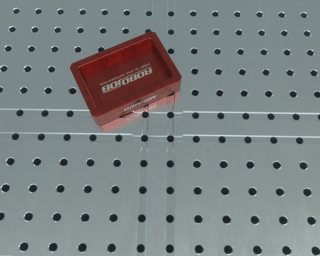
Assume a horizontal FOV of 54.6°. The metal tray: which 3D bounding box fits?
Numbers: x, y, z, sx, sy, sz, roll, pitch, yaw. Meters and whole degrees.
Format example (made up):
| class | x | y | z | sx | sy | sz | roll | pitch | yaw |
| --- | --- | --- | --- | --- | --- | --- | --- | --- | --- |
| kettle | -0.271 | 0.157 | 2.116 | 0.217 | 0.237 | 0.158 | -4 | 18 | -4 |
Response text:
| class | x | y | z | sx | sy | sz | roll | pitch | yaw |
| --- | --- | --- | --- | --- | --- | --- | --- | --- | --- |
| metal tray | -0.047 | -0.071 | 0.434 | 0.131 | 0.030 | 0.090 | -25 | 72 | -9 |
